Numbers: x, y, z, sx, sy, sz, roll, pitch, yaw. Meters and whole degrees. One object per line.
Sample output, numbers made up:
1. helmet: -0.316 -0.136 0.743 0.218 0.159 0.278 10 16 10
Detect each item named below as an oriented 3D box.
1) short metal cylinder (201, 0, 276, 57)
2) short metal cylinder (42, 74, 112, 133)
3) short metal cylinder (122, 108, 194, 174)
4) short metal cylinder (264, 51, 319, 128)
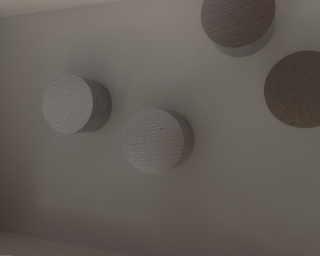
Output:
1. short metal cylinder: 0.093 -0.128 0.364 0.080 0.050 0.080 0 90 20
2. short metal cylinder: -0.116 -0.033 0.438 0.080 0.050 0.080 0 90 20
3. short metal cylinder: -0.001 0.016 0.398 0.080 0.050 0.080 0 90 20
4. short metal cylinder: 0.158 -0.040 0.341 0.080 0.050 0.080 0 90 20
